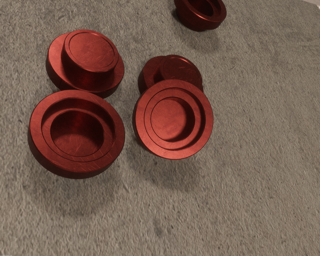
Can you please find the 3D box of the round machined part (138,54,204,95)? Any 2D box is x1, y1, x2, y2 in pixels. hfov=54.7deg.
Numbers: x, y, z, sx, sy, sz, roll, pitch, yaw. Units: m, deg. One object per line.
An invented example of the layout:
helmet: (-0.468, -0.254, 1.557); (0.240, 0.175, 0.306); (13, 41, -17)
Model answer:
round machined part: (0.021, -0.067, 0.447); (0.099, 0.042, 0.098); (14, 56, -21)

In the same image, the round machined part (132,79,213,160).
round machined part: (0.013, -0.010, 0.391); (0.099, 0.042, 0.097); (1, 88, -14)

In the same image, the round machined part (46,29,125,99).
round machined part: (-0.092, -0.087, 0.397); (0.099, 0.042, 0.098); (14, 56, -21)

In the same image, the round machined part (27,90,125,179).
round machined part: (-0.092, 0.010, 0.338); (0.099, 0.042, 0.098); (14, 56, -21)

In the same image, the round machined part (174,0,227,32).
round machined part: (0.069, -0.215, 0.563); (0.099, 0.042, 0.098); (14, 56, -21)
